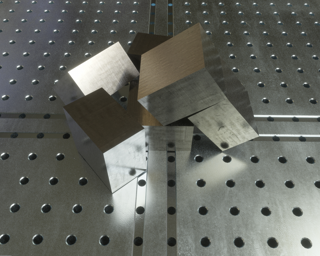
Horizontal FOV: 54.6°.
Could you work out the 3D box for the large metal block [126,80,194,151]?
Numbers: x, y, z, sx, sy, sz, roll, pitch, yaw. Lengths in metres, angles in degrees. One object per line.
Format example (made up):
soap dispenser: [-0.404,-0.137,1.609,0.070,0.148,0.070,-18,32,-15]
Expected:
large metal block: [0.000,-0.017,0.406,0.080,0.050,0.080,1,50,0]

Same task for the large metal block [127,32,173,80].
large metal block: [0.002,-0.083,0.442,0.080,0.080,0.050,10,51,9]

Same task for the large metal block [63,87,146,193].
large metal block: [-0.061,0.014,0.358,0.050,0.080,0.080,-32,58,-25]

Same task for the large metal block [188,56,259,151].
large metal block: [0.076,-0.031,0.388,0.050,0.080,0.080,-27,43,28]

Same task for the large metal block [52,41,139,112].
large metal block: [-0.087,-0.063,0.417,0.080,0.080,0.050,-41,105,-29]

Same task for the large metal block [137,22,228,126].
large metal block: [0.024,-0.060,0.352,0.080,0.050,0.080,-23,44,25]
